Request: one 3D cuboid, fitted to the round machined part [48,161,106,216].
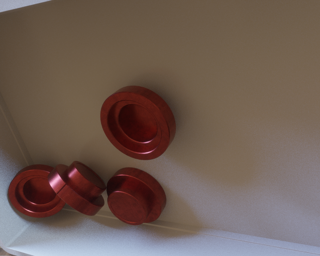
[{"bbox_3d":[-0.125,0.090,0.494,0.098,0.098,0.042,42,89,-1],"label":"round machined part"}]

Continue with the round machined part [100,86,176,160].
[{"bbox_3d":[-0.024,-0.010,0.403,0.098,0.042,0.097,13,124,20],"label":"round machined part"}]

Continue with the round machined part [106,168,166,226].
[{"bbox_3d":[-0.043,0.114,0.489,0.098,0.042,0.097,13,124,20],"label":"round machined part"}]

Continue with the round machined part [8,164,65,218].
[{"bbox_3d":[-0.213,0.108,0.556,0.099,0.042,0.097,-2,111,-6],"label":"round machined part"}]
